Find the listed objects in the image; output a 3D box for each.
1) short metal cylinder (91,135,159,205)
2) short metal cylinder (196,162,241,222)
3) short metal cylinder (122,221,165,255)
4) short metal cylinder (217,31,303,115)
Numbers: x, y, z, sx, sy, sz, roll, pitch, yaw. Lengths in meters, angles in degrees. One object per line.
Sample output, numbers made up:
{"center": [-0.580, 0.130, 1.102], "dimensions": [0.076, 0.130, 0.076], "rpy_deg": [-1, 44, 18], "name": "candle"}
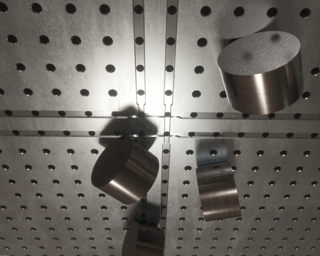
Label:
{"center": [-0.048, 0.057, 0.423], "dimensions": [0.080, 0.080, 0.050], "rpy_deg": [-34, 122, 25], "name": "short metal cylinder"}
{"center": [0.086, 0.093, 0.457], "dimensions": [0.050, 0.080, 0.080], "rpy_deg": [-11, 129, 9], "name": "short metal cylinder"}
{"center": [-0.032, 0.213, 0.557], "dimensions": [0.050, 0.080, 0.079], "rpy_deg": [19, 127, -16], "name": "short metal cylinder"}
{"center": [0.106, -0.059, 0.327], "dimensions": [0.080, 0.080, 0.050], "rpy_deg": [-16, 129, 12], "name": "short metal cylinder"}
